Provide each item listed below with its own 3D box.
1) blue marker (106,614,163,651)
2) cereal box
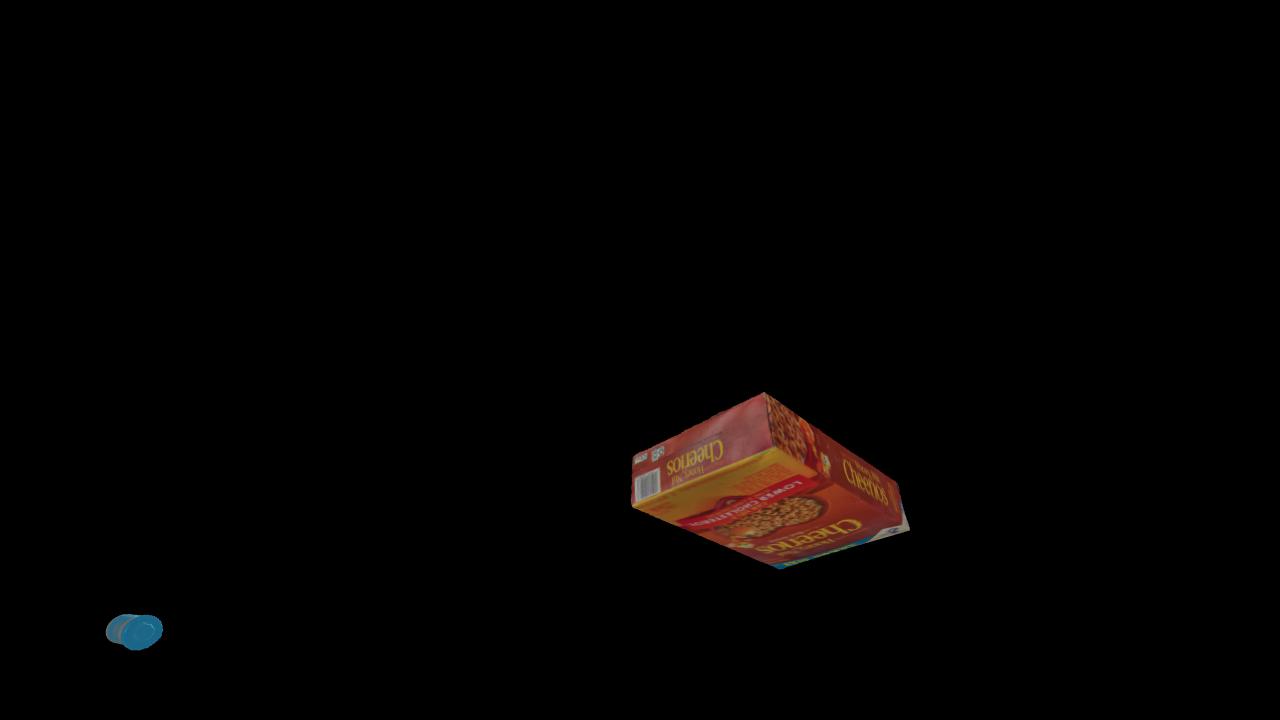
[{"bbox_3d":[-0.322,0.172,0.390,0.020,0.020,0.121,0,-16,-45],"label":"blue marker"},{"bbox_3d":[0.166,0.167,0.760,0.203,0.081,0.306,-30,-47,33],"label":"cereal box"}]
